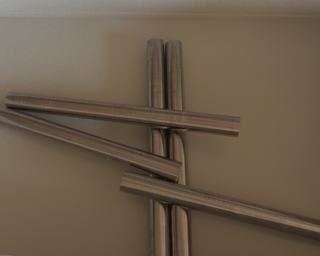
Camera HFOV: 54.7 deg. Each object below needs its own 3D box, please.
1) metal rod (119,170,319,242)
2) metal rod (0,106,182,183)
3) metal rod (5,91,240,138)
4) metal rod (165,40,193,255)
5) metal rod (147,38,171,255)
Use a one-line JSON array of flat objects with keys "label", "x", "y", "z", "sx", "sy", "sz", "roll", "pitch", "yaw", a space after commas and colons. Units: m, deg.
[{"label": "metal rod", "x": 0.103, "y": 0.098, "z": 0.355, "sx": 0.302, "sy": 0.025, "sz": 0.025, "roll": 15, "pitch": 71, "yaw": -1}, {"label": "metal rod", "x": -0.120, "y": 0.010, "z": 0.389, "sx": 0.301, "sy": 0.025, "sz": 0.025, "roll": 16, "pitch": 71, "yaw": 11}, {"label": "metal rod", "x": -0.053, "y": -0.019, "z": 0.394, "sx": 0.301, "sy": 0.025, "sz": 0.025, "roll": 7, "pitch": 70, "yaw": 9}, {"label": "metal rod", "x": 0.023, "y": 0.019, "z": 0.400, "sx": 0.025, "sy": 0.025, "sz": 0.299, "roll": -1, "pitch": 70, "yaw": -1}, {"label": "metal rod", "x": -0.003, "y": 0.017, "z": 0.400, "sx": 0.025, "sy": 0.025, "sz": 0.299, "roll": -1, "pitch": 70, "yaw": -1}]
